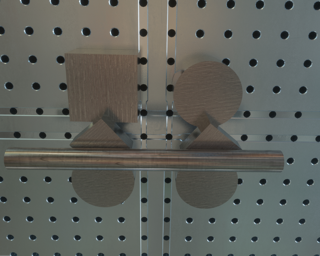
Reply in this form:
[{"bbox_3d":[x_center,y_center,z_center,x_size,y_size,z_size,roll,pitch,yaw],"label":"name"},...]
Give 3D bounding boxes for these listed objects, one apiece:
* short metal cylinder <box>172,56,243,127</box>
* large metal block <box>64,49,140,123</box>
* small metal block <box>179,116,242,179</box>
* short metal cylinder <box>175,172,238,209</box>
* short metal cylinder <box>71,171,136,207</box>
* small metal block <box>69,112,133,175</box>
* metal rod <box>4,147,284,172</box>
[{"bbox_3d":[0.056,-0.046,0.383,0.081,0.050,0.079,0,110,0],"label":"short metal cylinder"},{"bbox_3d":[-0.066,-0.053,0.379,0.081,0.050,0.079,1,110,-1],"label":"large metal block"},{"bbox_3d":[0.059,0.023,0.369,0.050,0.025,0.050,39,105,-13],"label":"small metal block"},{"bbox_3d":[0.061,0.062,0.423,0.081,0.050,0.079,0,110,0],"label":"short metal cylinder"},{"bbox_3d":[-0.073,0.059,0.420,0.081,0.050,0.079,0,110,0],"label":"short metal cylinder"},{"bbox_3d":[-0.068,0.018,0.366,0.050,0.025,0.050,-38,106,13],"label":"small metal block"},{"bbox_3d":[-0.016,0.036,0.346,0.302,0.025,0.025,1,110,-1],"label":"metal rod"}]
